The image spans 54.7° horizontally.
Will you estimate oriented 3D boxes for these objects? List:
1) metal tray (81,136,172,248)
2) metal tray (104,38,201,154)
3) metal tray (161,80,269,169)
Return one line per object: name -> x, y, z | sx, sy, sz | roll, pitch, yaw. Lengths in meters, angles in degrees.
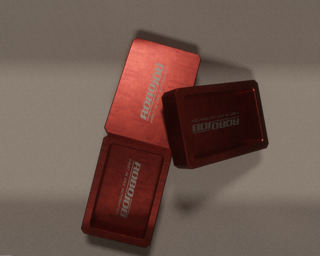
metal tray -> -0.042, 0.081, 0.408 | 0.091, 0.030, 0.129 | 14, 90, -1
metal tray -> -0.008, -0.041, 0.393 | 0.091, 0.030, 0.130 | 16, 76, -1
metal tray -> 0.071, -0.008, 0.378 | 0.131, 0.030, 0.089 | -11, 90, -31
